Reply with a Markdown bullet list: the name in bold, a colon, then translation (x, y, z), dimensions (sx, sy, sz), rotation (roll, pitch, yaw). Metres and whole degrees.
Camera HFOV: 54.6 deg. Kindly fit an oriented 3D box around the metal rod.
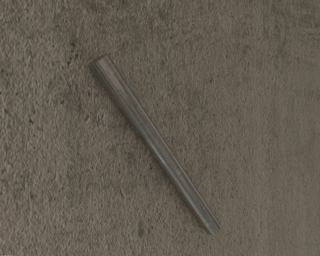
- **metal rod**: translation (0.005, 0.037, 0.408), dimensions (0.025, 0.025, 0.299), rotation (-48, 119, -29)
